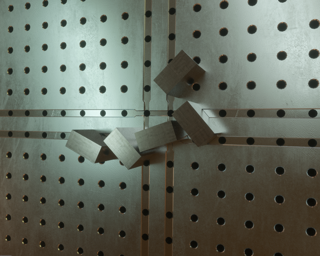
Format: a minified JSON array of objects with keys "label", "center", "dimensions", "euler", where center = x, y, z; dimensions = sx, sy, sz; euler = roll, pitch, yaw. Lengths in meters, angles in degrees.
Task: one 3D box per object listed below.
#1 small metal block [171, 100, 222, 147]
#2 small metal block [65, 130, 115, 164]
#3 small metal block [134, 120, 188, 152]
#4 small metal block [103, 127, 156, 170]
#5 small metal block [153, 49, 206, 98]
[{"label":"small metal block","center":[0.046,-0.005,0.383],"dimensions":[0.025,0.050,0.050],"euler":[-42,77,15]},{"label":"small metal block","center":[-0.093,0.024,0.433],"dimensions":[0.050,0.050,0.025],"euler":[27,99,18]},{"label":"small metal block","center":[0.003,0.010,0.399],"dimensions":[0.050,0.050,0.025],"euler":[-19,84,19]},{"label":"small metal block","center":[-0.039,0.026,0.414],"dimensions":[0.025,0.050,0.050],"euler":[-46,76,14]},{"label":"small metal block","center":[0.026,-0.066,0.391],"dimensions":[0.050,0.050,0.025],"euler":[-45,76,14]}]
